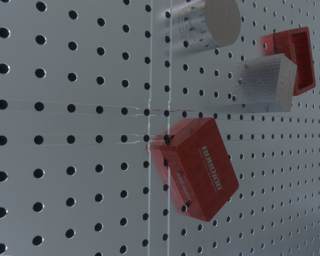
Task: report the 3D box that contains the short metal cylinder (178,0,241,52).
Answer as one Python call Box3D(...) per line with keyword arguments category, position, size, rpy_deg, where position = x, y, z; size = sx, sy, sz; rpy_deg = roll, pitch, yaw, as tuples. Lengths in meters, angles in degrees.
Box3D(category="short metal cylinder", position=(0.074, -0.156, 0.454), size=(0.081, 0.050, 0.079), rpy_deg=(0, 91, -40))

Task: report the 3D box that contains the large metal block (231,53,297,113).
Box3D(category="large metal block", position=(0.174, -0.071, 0.519), size=(0.050, 0.080, 0.080), rpy_deg=(20, 77, -38))

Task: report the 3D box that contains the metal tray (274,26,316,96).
Box3D(category="metal tray", position=(0.281, -0.138, 0.640), size=(0.091, 0.030, 0.129), rpy_deg=(-21, 104, -38))

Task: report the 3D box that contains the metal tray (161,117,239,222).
Box3D(category="metal tray", position=(0.064, 0.060, 0.460), size=(0.091, 0.030, 0.129), rpy_deg=(-37, 113, -34))
